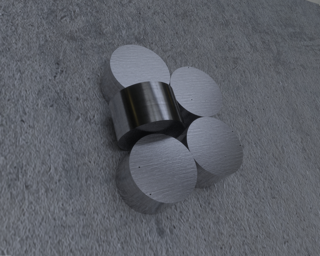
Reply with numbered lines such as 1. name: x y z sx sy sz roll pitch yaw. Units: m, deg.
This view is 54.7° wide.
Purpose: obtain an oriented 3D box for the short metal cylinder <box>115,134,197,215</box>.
1. short metal cylinder: -0.005 0.053 0.354 0.081 0.050 0.080 13 57 -20

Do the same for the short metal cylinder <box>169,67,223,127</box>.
1. short metal cylinder: 0.039 -0.038 0.433 0.081 0.050 0.080 13 57 -21

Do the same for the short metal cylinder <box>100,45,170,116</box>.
1. short metal cylinder: -0.034 -0.062 0.409 0.081 0.050 0.080 13 57 -20

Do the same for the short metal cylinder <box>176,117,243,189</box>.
1. short metal cylinder: 0.058 0.032 0.400 0.081 0.050 0.080 13 57 -20

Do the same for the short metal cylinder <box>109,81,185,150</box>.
1. short metal cylinder: -0.016 -0.012 0.369 0.081 0.080 0.050 -3 64 -30
